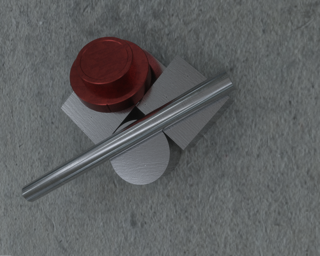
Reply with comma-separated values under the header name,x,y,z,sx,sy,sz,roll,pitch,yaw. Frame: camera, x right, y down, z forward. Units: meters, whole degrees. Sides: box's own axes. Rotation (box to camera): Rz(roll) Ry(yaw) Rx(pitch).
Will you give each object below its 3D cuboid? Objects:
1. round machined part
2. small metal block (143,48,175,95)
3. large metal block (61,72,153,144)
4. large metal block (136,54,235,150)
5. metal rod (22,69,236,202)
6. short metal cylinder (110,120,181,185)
name,x,y,z,sx,sy,sz,roll,pitch,yaw
round machined part,-0.062,-0.071,0.375,0.099,0.042,0.098,-3,64,6
small metal block,-0.015,-0.069,0.414,0.050,0.025,0.050,44,103,14
large metal block,-0.071,-0.029,0.420,0.080,0.050,0.080,44,103,14
large metal block,0.032,-0.031,0.385,0.080,0.050,0.080,43,103,14
metal rod,-0.050,0.018,0.374,0.300,0.025,0.025,-29,81,17
short metal cylinder,-0.018,0.029,0.402,0.080,0.050,0.079,0,90,19
